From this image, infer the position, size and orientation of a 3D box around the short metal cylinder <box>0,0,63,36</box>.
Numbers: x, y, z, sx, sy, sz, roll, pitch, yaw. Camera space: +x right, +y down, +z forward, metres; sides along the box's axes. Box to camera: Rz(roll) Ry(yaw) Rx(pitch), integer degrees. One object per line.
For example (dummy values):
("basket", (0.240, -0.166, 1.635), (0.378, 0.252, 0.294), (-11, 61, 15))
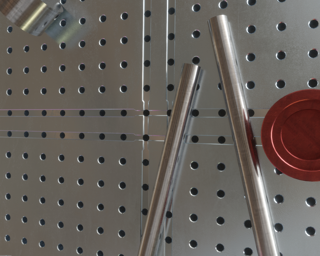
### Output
("short metal cylinder", (-0.190, -0.182, 0.451), (0.050, 0.080, 0.080), (-41, 77, 15))

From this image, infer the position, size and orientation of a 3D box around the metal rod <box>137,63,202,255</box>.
("metal rod", (0.007, 0.065, 0.409), (0.025, 0.025, 0.298), (15, 95, 19))

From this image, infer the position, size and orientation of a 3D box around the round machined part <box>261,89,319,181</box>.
("round machined part", (0.165, 0.007, 0.345), (0.098, 0.042, 0.097), (0, 90, 20))

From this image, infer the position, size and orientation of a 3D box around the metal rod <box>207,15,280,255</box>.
("metal rod", (0.101, 0.011, 0.376), (0.025, 0.025, 0.298), (-13, 86, 19))
